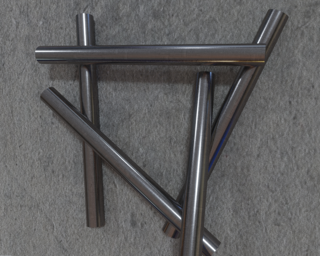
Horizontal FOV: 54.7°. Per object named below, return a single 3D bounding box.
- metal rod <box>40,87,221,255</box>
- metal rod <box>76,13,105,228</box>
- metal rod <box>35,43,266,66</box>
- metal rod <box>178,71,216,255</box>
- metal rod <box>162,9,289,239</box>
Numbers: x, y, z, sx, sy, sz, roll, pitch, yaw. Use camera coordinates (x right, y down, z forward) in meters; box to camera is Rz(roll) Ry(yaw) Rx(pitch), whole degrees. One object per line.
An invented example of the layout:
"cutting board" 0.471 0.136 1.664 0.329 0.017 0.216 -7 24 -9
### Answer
"metal rod" -0.047 0.047 0.396 0.300 0.025 0.025 41 103 15
"metal rod" -0.100 -0.011 0.442 0.025 0.025 0.298 -4 89 19
"metal rod" -0.026 -0.092 0.389 0.301 0.025 0.025 5 92 19
"metal rod" 0.040 0.078 0.352 0.025 0.025 0.299 2 74 19
"metal rod" 0.076 0.002 0.381 0.025 0.025 0.298 27 99 17
